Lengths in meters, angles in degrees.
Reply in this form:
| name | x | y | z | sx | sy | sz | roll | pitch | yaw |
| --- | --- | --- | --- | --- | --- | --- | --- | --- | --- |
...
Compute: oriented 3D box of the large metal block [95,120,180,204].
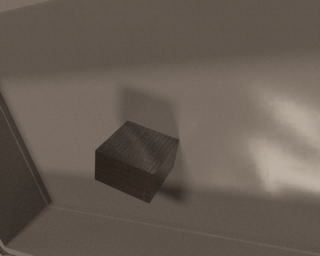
| name | x | y | z | sx | sy | sz | roll | pitch | yaw |
| --- | --- | --- | --- | --- | --- | --- | --- | --- | --- |
| large metal block | -0.030 | 0.042 | 0.413 | 0.080 | 0.080 | 0.050 | 21 | 126 | 15 |
